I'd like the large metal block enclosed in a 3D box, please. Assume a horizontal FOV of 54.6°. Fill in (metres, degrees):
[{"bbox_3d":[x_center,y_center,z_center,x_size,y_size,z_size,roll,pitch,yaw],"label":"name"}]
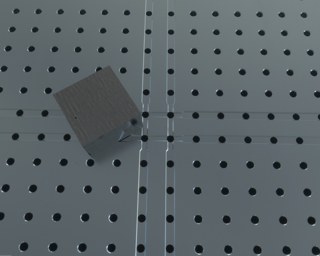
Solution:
[{"bbox_3d":[-0.078,-0.021,0.406,0.080,0.050,0.080,-30,73,-11],"label":"large metal block"}]
